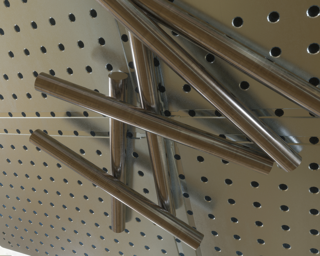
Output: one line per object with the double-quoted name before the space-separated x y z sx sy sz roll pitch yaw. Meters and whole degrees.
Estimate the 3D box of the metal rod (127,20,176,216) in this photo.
"metal rod" -0.006 0.008 0.419 0.025 0.025 0.298 6 121 25

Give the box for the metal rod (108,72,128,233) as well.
"metal rod" -0.065 0.057 0.480 0.025 0.025 0.298 17 126 18

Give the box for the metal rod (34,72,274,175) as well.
"metal rod" -0.010 -0.007 0.381 0.301 0.025 0.025 20 127 4

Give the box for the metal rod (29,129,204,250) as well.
"metal rod" -0.070 0.089 0.470 0.301 0.025 0.025 31 129 8

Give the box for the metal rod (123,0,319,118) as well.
"metal rod" 0.055 -0.092 0.325 0.301 0.025 0.025 33 129 6

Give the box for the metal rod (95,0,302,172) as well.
"metal rod" 0.040 -0.056 0.337 0.300 0.025 0.025 41 129 -7
